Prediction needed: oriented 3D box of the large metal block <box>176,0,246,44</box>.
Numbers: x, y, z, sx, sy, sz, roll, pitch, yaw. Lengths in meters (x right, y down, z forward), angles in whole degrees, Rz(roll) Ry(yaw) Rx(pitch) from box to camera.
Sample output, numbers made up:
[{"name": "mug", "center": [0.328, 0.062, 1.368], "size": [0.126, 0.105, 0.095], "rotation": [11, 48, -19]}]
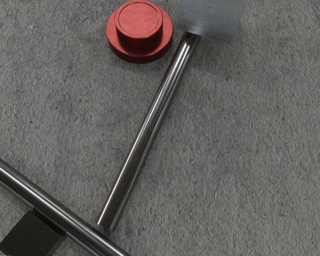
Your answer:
[{"name": "large metal block", "center": [0.077, -0.172, 0.444], "size": [0.080, 0.050, 0.080], "rotation": [18, 48, 6]}]

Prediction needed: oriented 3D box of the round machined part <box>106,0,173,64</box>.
[{"name": "round machined part", "center": [-0.030, -0.147, 0.452], "size": [0.099, 0.042, 0.098], "rotation": [0, 70, -1]}]

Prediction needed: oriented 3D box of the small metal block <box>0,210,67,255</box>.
[{"name": "small metal block", "center": [-0.147, 0.132, 0.358], "size": [0.050, 0.025, 0.050], "rotation": [35, 73, 11]}]

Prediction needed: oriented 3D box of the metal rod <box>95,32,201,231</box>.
[{"name": "metal rod", "center": [-0.007, -0.013, 0.412], "size": [0.025, 0.025, 0.300], "rotation": [21, 71, 7]}]

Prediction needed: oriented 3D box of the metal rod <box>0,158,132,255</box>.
[{"name": "metal rod", "center": [-0.130, 0.098, 0.370], "size": [0.301, 0.025, 0.025], "rotation": [33, 73, 11]}]
